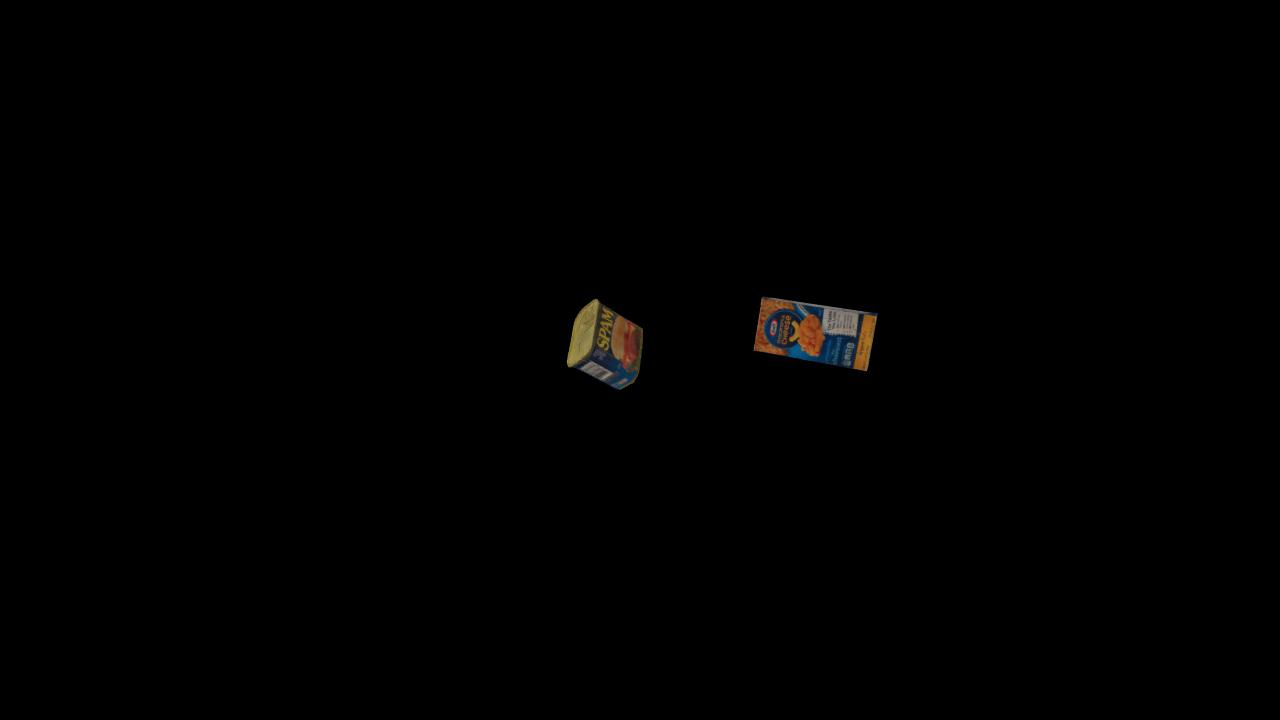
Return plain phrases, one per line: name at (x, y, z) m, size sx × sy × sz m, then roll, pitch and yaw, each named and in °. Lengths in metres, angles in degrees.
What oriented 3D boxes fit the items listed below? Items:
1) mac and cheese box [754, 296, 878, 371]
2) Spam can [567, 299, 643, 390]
mac and cheese box at (0.286, -0.045, 1.009) m, size 0.184 × 0.093 × 0.041 m, roll 11°, pitch 16°, yaw 20°
Spam can at (-0.046, -0.019, 0.846) m, size 0.085 × 0.101 × 0.058 m, roll 30°, pitch -42°, yaw -29°
